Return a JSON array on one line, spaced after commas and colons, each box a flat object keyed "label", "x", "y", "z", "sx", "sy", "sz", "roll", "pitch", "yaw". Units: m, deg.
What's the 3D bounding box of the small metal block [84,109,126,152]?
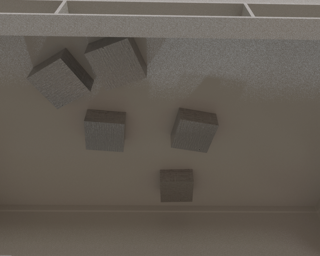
[{"label": "small metal block", "x": -0.072, "y": 0.004, "z": 0.412, "sx": 0.050, "sy": 0.025, "sz": 0.050, "roll": 4, "pitch": 130, "yaw": -4}]

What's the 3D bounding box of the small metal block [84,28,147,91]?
[{"label": "small metal block", "x": -0.047, "y": -0.075, "z": 0.345, "sx": 0.050, "sy": 0.025, "sz": 0.050, "roll": -16, "pitch": 129, "yaw": 13}]

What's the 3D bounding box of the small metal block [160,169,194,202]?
[{"label": "small metal block", "x": 0.026, "y": 0.091, "z": 0.487, "sx": 0.050, "sy": 0.025, "sz": 0.050, "roll": -1, "pitch": 130, "yaw": 0}]

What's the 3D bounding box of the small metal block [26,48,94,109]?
[{"label": "small metal block", "x": -0.114, "y": -0.056, "z": 0.360, "sx": 0.050, "sy": 0.025, "sz": 0.050, "roll": -24, "pitch": 126, "yaw": 19}]

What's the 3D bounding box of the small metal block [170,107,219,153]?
[{"label": "small metal block", "x": 0.044, "y": 0.004, "z": 0.412, "sx": 0.050, "sy": 0.025, "sz": 0.050, "roll": 9, "pitch": 130, "yaw": -8}]
